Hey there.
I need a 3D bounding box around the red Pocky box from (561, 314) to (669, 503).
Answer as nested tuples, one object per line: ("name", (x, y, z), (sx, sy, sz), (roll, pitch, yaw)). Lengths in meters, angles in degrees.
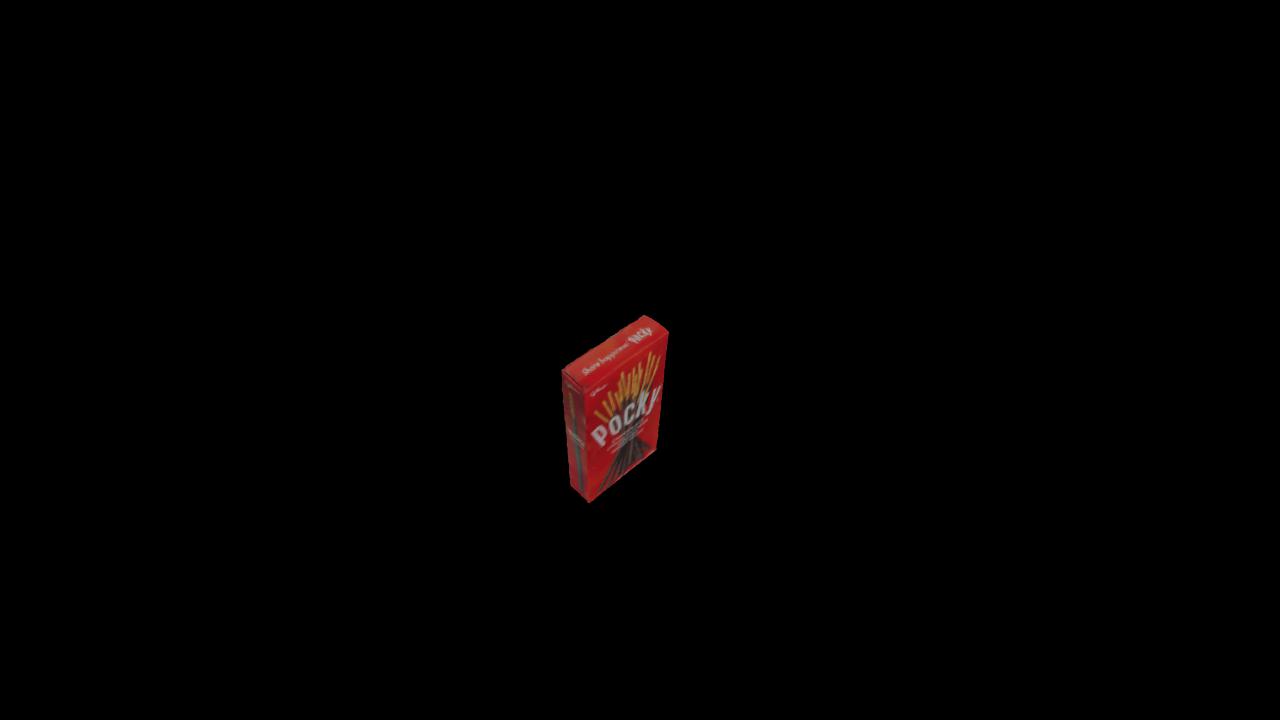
("red Pocky box", (-0.019, 0.044, 0.478), (0.083, 0.155, 0.028), (-34, 58, -28))
